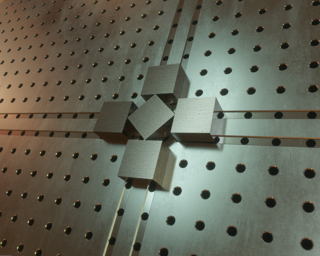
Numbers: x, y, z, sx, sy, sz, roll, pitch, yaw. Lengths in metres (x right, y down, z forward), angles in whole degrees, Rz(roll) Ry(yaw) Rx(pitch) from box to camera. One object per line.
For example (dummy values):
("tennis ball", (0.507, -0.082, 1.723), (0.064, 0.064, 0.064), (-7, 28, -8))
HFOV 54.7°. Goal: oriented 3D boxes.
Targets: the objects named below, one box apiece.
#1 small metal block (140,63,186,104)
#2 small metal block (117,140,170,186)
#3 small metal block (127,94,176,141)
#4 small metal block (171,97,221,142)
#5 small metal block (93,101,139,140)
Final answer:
("small metal block", (0.005, -0.062, 0.442), (0.050, 0.025, 0.050), (0, 61, 27))
("small metal block", (-0.020, 0.043, 0.391), (0.050, 0.025, 0.050), (1, 62, 28))
("small metal block", (-0.008, -0.010, 0.417), (0.050, 0.025, 0.050), (-41, 51, 0))
("small metal block", (0.046, -0.010, 0.389), (0.050, 0.025, 0.050), (0, 62, 27))
("small metal block", (-0.061, -0.011, 0.445), (0.050, 0.025, 0.050), (2, 62, 28))
